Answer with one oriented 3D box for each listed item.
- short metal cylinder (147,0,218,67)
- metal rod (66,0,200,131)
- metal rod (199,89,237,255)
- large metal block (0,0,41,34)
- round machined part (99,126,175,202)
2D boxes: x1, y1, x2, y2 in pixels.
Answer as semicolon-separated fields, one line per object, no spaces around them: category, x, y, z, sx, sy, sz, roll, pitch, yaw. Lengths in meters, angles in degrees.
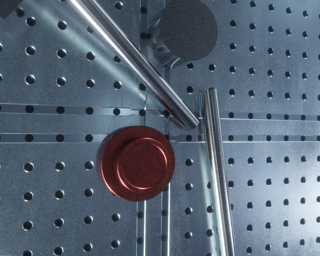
short metal cylinder;0.029;-0.124;0.411;0.081;0.050;0.079;0;90;-20
metal rod;-0.049;-0.101;0.363;0.300;0.025;0.025;46;75;-27
metal rod;0.087;0.094;0.446;0.025;0.025;0.298;-8;93;-20
large metal block;-0.174;-0.166;0.335;0.080;0.050;0.080;39;77;-16
round machined part;-0.025;0.046;0.395;0.099;0.042;0.097;0;90;-21
